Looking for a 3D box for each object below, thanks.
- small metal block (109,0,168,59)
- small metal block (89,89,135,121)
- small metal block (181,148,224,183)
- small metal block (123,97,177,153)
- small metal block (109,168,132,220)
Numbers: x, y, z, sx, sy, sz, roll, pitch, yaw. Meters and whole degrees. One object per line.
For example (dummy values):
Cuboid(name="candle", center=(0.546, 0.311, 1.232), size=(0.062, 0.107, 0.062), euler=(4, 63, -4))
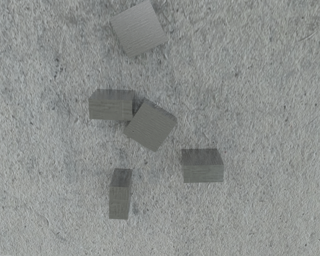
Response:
Cuboid(name="small metal block", center=(-0.024, -0.117, 0.366), size=(0.050, 0.025, 0.050), euler=(-24, 109, 8))
Cuboid(name="small metal block", center=(-0.058, -0.030, 0.385), size=(0.050, 0.050, 0.025), euler=(2, 110, -1))
Cuboid(name="small metal block", center=(0.055, 0.050, 0.415), size=(0.050, 0.050, 0.025), euler=(-1, 110, 0))
Cuboid(name="small metal block", center=(-0.013, -0.004, 0.408), size=(0.050, 0.025, 0.050), euler=(32, 107, -11))
Cuboid(name="small metal block", center=(-0.054, 0.090, 0.429), size=(0.025, 0.050, 0.050), euler=(4, 110, -1))
